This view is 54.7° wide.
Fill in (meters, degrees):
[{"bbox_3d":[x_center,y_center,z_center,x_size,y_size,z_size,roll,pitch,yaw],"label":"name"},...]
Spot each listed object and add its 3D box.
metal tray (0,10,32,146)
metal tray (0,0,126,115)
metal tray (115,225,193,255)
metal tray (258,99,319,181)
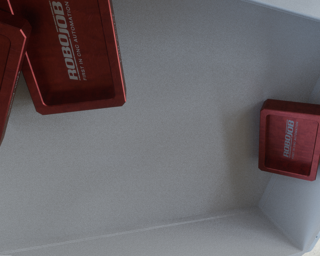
[{"bbox_3d":[-0.172,-0.042,0.262,0.091,0.030,0.129,16,118,-22],"label":"metal tray"},{"bbox_3d":[-0.085,-0.079,0.291,0.091,0.030,0.129,-7,124,-2],"label":"metal tray"},{"bbox_3d":[-0.009,0.230,0.543,0.131,0.030,0.089,-13,125,-22],"label":"metal tray"},{"bbox_3d":[0.207,0.021,0.492,0.030,0.090,0.129,-52,142,-43],"label":"metal tray"}]
